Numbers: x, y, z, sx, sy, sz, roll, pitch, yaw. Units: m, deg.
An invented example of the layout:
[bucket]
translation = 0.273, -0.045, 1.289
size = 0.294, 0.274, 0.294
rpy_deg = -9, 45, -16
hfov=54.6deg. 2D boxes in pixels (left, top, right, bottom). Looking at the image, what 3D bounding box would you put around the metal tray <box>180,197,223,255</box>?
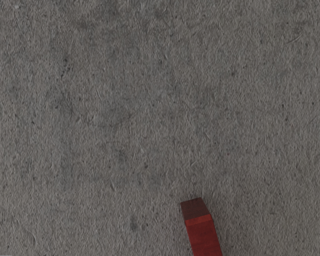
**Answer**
[metal tray]
translation = 0.058, 0.159, 0.377
size = 0.030, 0.090, 0.129
rpy_deg = -15, 90, 0
